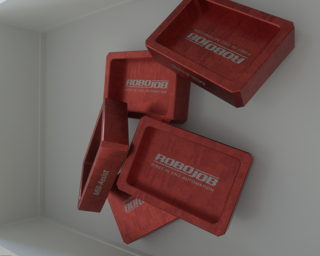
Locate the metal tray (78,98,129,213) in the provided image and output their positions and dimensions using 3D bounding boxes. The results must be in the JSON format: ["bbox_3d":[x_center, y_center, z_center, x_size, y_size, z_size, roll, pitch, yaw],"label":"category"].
[{"bbox_3d":[-0.076,0.037,0.407,0.090,0.030,0.129,-99,28,-49],"label":"metal tray"}]

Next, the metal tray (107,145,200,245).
[{"bbox_3d":[-0.014,0.089,0.413,0.130,0.030,0.090,-38,67,33],"label":"metal tray"}]

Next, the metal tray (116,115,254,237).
[{"bbox_3d":[0.026,0.049,0.344,0.130,0.030,0.090,21,91,21],"label":"metal tray"}]

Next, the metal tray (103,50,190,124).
[{"bbox_3d":[-0.021,-0.057,0.418,0.130,0.030,0.089,8,95,39],"label":"metal tray"}]

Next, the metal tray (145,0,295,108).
[{"bbox_3d":[0.059,-0.089,0.326,0.130,0.030,0.090,37,82,33],"label":"metal tray"}]
